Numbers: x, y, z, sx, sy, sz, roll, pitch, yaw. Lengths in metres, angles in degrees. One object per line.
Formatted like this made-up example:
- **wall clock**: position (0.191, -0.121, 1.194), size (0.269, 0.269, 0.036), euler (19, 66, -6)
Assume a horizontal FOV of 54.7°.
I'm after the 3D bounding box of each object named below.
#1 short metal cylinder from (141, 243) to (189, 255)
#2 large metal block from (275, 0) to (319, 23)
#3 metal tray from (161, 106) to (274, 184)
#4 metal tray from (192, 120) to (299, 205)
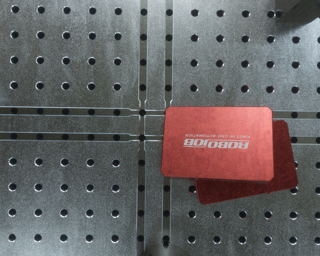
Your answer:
- **short metal cylinder**: position (0.007, 0.198, 0.401), size (0.081, 0.050, 0.079), euler (0, 90, -1)
- **large metal block**: position (0.184, -0.186, 0.388), size (0.050, 0.080, 0.079), euler (-1, 90, 0)
- **metal tray**: position (0.070, 0.020, 0.386), size (0.131, 0.030, 0.090), euler (1, 73, 12)
- **metal tray**: position (0.107, 0.044, 0.412), size (0.131, 0.030, 0.089), euler (-11, 90, -1)
